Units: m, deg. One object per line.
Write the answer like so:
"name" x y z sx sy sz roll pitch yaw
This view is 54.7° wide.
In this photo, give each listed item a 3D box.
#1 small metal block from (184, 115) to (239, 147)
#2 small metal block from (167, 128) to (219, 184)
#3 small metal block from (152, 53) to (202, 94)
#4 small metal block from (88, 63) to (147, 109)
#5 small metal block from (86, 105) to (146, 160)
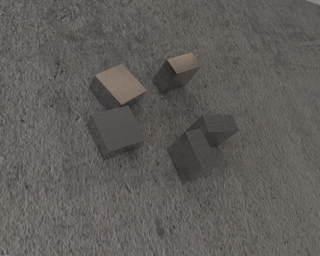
"small metal block" 0.069 0.005 0.421 0.050 0.050 0.025 -2 63 -29
"small metal block" 0.039 0.036 0.387 0.025 0.050 0.050 -12 68 -33
"small metal block" 0.024 -0.079 0.448 0.050 0.050 0.025 -24 75 -36
"small metal block" -0.054 -0.051 0.402 0.050 0.025 0.050 48 46 5
"small metal block" -0.053 0.005 0.372 0.050 0.025 0.050 -17 71 -34
